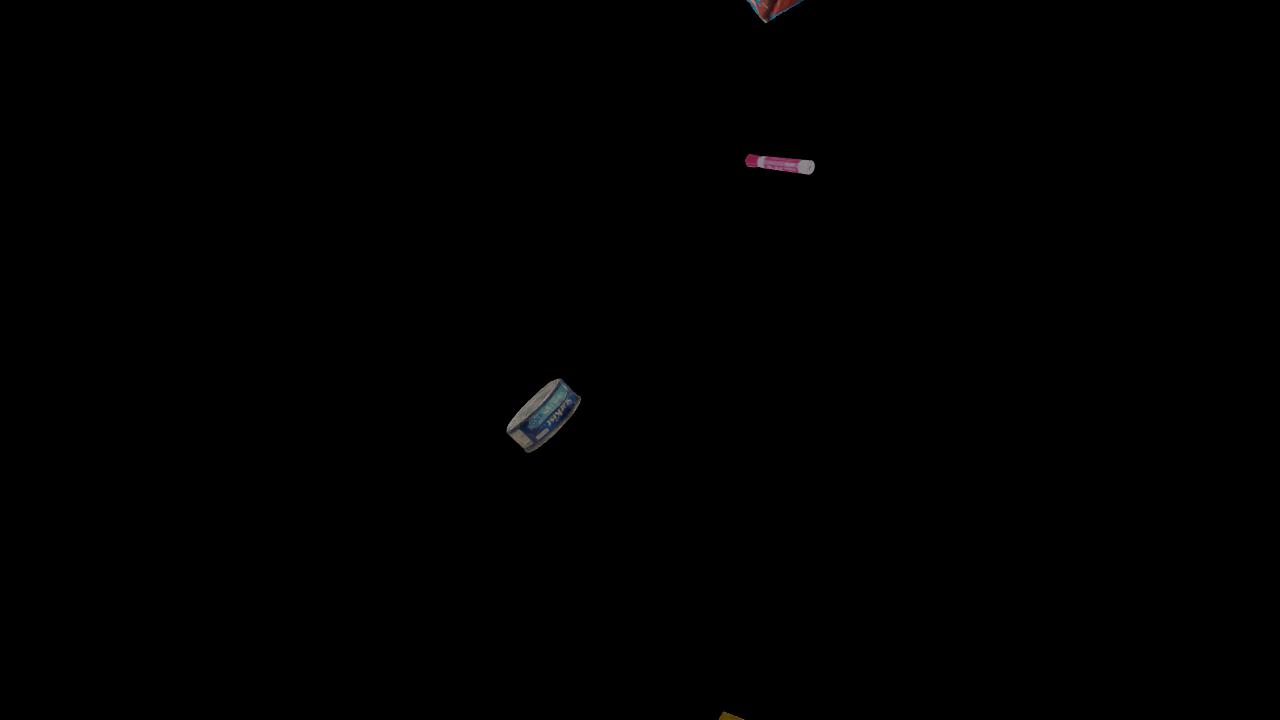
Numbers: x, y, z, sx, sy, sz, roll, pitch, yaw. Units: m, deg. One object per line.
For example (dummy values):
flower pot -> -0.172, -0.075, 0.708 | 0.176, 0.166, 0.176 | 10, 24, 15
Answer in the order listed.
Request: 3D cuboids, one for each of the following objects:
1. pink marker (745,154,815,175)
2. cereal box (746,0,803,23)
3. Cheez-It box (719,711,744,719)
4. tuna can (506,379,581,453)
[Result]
pink marker -> 0.197, -0.282, 0.884 | 0.020, 0.020, 0.121 | 0, 19, -39
cereal box -> 0.118, -0.288, 0.217 | 0.306, 0.203, 0.081 | -32, -10, -3
Cheez-It box -> 0.089, 0.370, 0.398 | 0.166, 0.071, 0.223 | 7, 29, 31
tuna can -> -0.106, 0.059, 0.672 | 0.084, 0.034, 0.084 | -40, 13, 11
